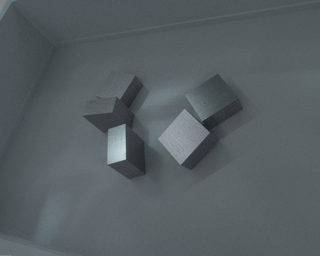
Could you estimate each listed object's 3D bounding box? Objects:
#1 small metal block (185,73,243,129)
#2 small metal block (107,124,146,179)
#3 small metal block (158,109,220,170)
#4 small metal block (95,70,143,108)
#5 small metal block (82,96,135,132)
[{"bbox_3d":[0.067,-0.033,0.391,0.050,0.025,0.050,-33,51,6],"label":"small metal block"},{"bbox_3d":[-0.042,0.031,0.393,0.025,0.050,0.050,-17,55,18],"label":"small metal block"},{"bbox_3d":[0.034,0.013,0.374,0.050,0.025,0.050,-49,51,9],"label":"small metal block"},{"bbox_3d":[-0.062,-0.058,0.474,0.050,0.025,0.050,19,72,35],"label":"small metal block"},{"bbox_3d":[-0.072,-0.018,0.439,0.050,0.050,0.025,-5,60,26],"label":"small metal block"}]
